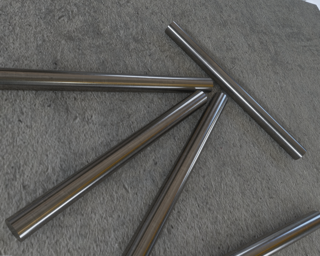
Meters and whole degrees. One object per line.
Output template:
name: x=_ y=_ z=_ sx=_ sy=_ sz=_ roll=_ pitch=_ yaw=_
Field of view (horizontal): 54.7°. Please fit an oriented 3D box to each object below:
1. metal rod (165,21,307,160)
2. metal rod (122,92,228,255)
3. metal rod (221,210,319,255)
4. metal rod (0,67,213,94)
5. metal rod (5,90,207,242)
metal rod: x=0.122 y=-0.063 z=0.510 sx=0.300 sy=0.025 sz=0.025 roll=45 pitch=51 yaw=3
metal rod: x=0.029 y=0.051 z=0.389 sx=0.025 sy=0.025 sz=0.301 roll=37 pitch=51 yaw=-4
metal rod: x=0.101 y=0.153 z=0.366 sx=0.303 sy=0.025 sz=0.025 roll=-9 pitch=67 yaw=-33
metal rod: x=-0.055 y=-0.060 z=0.411 sx=0.303 sy=0.025 sz=0.025 roll=-3 pitch=63 yaw=-30
metal rod: x=-0.035 y=0.023 z=0.371 sx=0.025 sy=0.025 sz=0.302 roll=49 pitch=51 yaw=6
